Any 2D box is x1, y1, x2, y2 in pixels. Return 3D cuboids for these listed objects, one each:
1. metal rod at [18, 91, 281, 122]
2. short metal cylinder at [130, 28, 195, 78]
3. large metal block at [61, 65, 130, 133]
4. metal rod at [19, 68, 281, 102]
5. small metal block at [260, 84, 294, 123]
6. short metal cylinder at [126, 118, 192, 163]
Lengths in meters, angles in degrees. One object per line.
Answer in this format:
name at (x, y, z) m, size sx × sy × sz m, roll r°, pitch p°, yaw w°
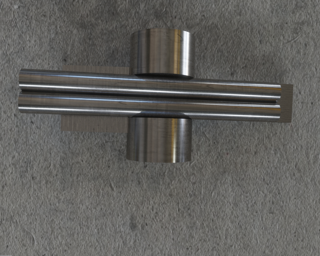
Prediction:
metal rod at (-0.005, -0.024, 0.366) m, size 0.302 × 0.025 × 0.025 m, roll 2°, pitch 90°, yaw -8°
short metal cylinder at (0.003, -0.086, 0.384) m, size 0.081 × 0.080 × 0.050 m, roll 2°, pitch 90°, yaw 0°
large metal block at (-0.078, -0.035, 0.398) m, size 0.081 × 0.050 × 0.080 m, roll 2°, pitch 90°, yaw 0°
metal rod at (-0.004, -0.049, 0.366) m, size 0.302 × 0.025 × 0.025 m, roll 2°, pitch 90°, yaw -8°
small metal block at (0.146, -0.033, 0.413) m, size 0.050 × 0.025 × 0.050 m, roll 3°, pitch 90°, yaw 0°
short metal cylinder at (-0.001, 0.013, 0.384) m, size 0.081 × 0.080 × 0.050 m, roll 2°, pitch 90°, yaw 0°
